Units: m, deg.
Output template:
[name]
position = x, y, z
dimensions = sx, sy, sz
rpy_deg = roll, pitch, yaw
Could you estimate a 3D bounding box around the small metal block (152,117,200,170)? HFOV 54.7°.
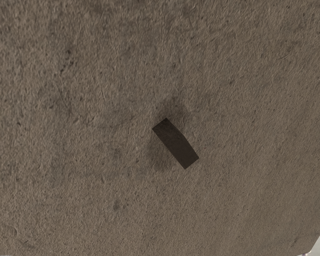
[small metal block]
position = 0.021, 0.021, 0.417
dimensions = 0.025, 0.050, 0.050
rpy_deg = -39, 130, -2
